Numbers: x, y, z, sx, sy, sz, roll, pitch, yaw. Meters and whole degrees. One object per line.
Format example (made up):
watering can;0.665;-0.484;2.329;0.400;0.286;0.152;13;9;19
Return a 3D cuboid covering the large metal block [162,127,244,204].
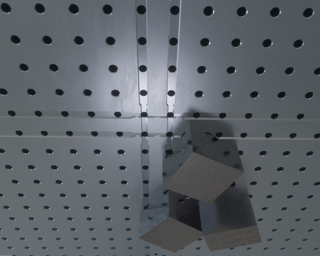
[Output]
large metal block;0.058;0.055;0.442;0.080;0.050;0.080;22;127;-18

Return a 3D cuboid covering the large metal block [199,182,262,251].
large metal block;0.109;0.141;0.496;0.080;0.080;0.050;-15;129;12

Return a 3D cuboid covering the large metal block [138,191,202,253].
large metal block;0.020;0.164;0.534;0.080;0.050;0.080;31;123;-24
